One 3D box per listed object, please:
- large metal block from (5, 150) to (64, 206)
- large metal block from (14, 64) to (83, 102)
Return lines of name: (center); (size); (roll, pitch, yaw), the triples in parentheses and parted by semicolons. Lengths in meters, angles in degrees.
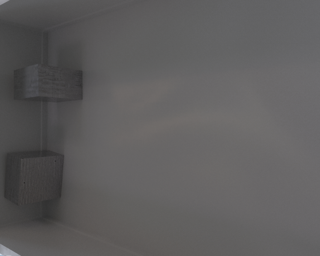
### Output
large metal block: (-0.225, 0.086, 0.557); (0.050, 0.081, 0.079); (10, 96, 39)
large metal block: (-0.190, -0.073, 0.528); (0.080, 0.081, 0.050); (-1, 90, 40)
